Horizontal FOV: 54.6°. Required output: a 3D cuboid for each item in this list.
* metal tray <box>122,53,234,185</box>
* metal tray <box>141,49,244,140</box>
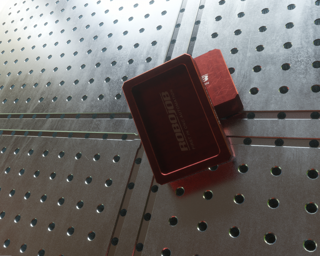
[{"bbox_3d":[0.019,-0.009,0.364,0.090,0.030,0.130,-23,81,15],"label":"metal tray"},{"bbox_3d":[0.033,-0.042,0.414,0.130,0.030,0.090,-22,53,15],"label":"metal tray"}]
